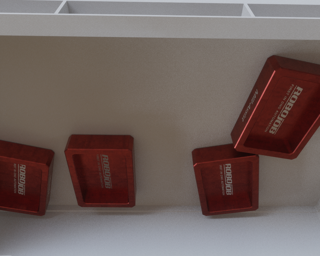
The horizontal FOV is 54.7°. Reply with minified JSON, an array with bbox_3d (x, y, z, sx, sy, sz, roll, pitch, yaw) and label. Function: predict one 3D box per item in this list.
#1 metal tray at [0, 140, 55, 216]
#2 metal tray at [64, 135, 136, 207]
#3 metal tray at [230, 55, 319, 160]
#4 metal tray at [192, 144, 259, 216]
[{"bbox_3d":[-0.215,0.080,0.471,0.091,0.030,0.129,12,129,-11],"label":"metal tray"},{"bbox_3d":[-0.083,0.068,0.462,0.091,0.030,0.129,1,130,-1],"label":"metal tray"},{"bbox_3d":[0.155,-0.020,0.389,0.091,0.030,0.129,9,130,-8],"label":"metal tray"},{"bbox_3d":[0.102,0.082,0.476,0.090,0.030,0.129,-9,130,7],"label":"metal tray"}]
